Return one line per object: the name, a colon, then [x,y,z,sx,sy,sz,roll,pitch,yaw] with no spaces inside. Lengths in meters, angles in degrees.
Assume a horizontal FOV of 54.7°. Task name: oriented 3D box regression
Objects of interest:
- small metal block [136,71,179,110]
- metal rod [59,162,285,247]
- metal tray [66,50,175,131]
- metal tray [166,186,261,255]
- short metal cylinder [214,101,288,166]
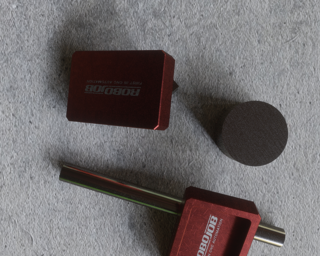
small metal block: [-0.004,-0.044,0.397,0.050,0.050,0.025,-39,91,0]
metal rod: [0.016,0.102,0.410,0.302,0.025,0.025,17,90,-1]
metal tray: [-0.051,-0.047,0.381,0.130,0.030,0.089,6,90,24]
metal tray: [0.061,0.145,0.389,0.091,0.030,0.129,14,107,0]
short metal cylinder: [0.115,0.007,0.399,0.081,0.050,0.079,0,90,-1]
